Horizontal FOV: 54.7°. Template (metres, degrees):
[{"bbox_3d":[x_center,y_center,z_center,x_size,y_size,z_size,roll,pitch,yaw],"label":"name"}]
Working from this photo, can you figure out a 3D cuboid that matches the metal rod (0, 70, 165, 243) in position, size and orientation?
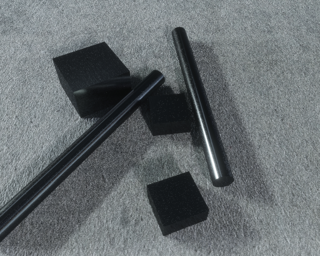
[{"bbox_3d":[-0.088,0.017,0.387,0.025,0.025,0.301,28,55,21],"label":"metal rod"}]

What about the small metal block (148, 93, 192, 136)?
[{"bbox_3d":[0.012,-0.019,0.419,0.050,0.025,0.050,-6,50,-6],"label":"small metal block"}]

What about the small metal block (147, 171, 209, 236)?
[{"bbox_3d":[0.018,0.081,0.335,0.050,0.025,0.050,-16,52,-14],"label":"small metal block"}]

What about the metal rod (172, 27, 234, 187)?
[{"bbox_3d":[0.053,-0.053,0.447,0.025,0.025,0.300,-6,50,-5],"label":"metal rod"}]

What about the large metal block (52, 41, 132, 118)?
[{"bbox_3d":[-0.096,-0.071,0.446,0.081,0.050,0.080,-25,55,-20],"label":"large metal block"}]
